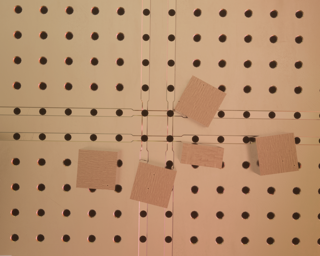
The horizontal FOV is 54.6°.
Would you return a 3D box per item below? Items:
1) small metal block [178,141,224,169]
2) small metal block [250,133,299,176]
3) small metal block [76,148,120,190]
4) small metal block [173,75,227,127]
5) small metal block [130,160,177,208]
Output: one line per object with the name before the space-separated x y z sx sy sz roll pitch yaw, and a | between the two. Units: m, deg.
small metal block | 0.052 0.034 0.401 0.050 0.050 0.025 7 90 0
small metal block | 0.152 0.034 0.414 0.050 0.025 0.050 -8 90 0
small metal block | -0.082 0.054 0.413 0.050 0.025 0.050 4 90 0
small metal block | 0.052 -0.035 0.414 0.050 0.025 0.050 29 90 0
small metal block | -0.009 0.074 0.413 0.050 0.025 0.050 15 90 0
